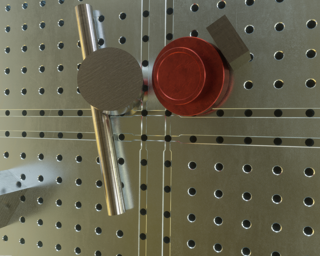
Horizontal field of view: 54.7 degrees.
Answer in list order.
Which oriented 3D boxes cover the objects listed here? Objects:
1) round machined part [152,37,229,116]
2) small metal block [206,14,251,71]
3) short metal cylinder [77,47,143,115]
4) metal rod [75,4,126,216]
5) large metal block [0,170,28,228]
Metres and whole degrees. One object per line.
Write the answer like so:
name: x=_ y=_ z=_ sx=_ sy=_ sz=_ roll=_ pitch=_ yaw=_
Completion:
round machined part: x=0.031 y=-0.063 z=0.382 sx=0.098 sy=0.042 sz=0.097 roll=4 pitch=98 yaw=29
small metal block: x=0.083 y=-0.100 z=0.370 sx=0.025 sy=0.050 sz=0.050 roll=-33 pitch=80 yaw=16
short metal cylinder: x=-0.062 y=-0.059 z=0.406 sx=0.081 sy=0.050 sz=0.080 roll=0 pitch=86 yaw=-3
metal rod: x=-0.085 y=-0.028 z=0.441 sx=0.025 sy=0.025 sz=0.298 roll=-11 pitch=86 yaw=19
large metal block: x=-0.267 y=0.116 z=0.475 sx=0.050 sy=0.080 sz=0.080 roll=36 pitch=101 yaw=16
